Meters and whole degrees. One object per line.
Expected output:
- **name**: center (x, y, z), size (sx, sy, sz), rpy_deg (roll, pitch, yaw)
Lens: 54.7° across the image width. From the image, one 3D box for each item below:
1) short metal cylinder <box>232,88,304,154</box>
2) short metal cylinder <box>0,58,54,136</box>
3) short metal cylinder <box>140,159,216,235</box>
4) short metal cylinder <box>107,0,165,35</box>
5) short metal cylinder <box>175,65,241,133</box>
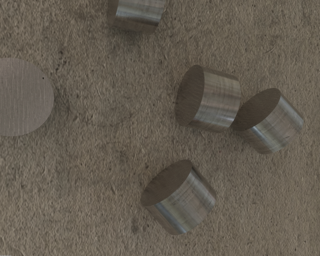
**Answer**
- **short metal cylinder**: center (0.150, -0.010, 0.435), size (0.050, 0.080, 0.080), rpy_deg (43, 77, -15)
- **short metal cylinder**: center (-0.159, -0.032, 0.337), size (0.081, 0.050, 0.080), rpy_deg (0, 90, -20)
- **short metal cylinder**: center (0.023, 0.085, 0.388), size (0.080, 0.080, 0.050), rpy_deg (-43, 104, -15)
- **short metal cylinder**: center (-0.030, -0.156, 0.368), size (0.050, 0.080, 0.080), rpy_deg (4, 89, -20)
- **short metal cylinder**: center (0.060, -0.037, 0.401), size (0.050, 0.080, 0.080), rpy_deg (12, 86, -20)
